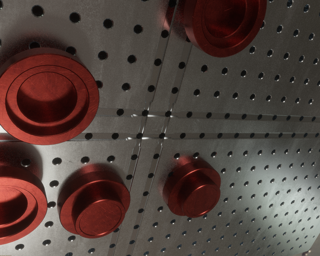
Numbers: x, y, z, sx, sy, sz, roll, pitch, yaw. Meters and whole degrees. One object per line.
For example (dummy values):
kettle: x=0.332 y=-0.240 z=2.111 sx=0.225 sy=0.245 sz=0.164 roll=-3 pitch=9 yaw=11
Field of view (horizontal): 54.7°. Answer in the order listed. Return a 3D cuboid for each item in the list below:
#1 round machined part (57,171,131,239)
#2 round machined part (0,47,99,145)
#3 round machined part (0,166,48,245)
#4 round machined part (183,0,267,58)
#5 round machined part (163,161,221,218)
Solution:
round machined part: x=-0.086 y=0.111 z=0.423 sx=0.099 sy=0.042 sz=0.097 roll=-14 pitch=125 yaw=-21
round machined part: x=-0.116 y=-0.035 z=0.316 sx=0.099 sy=0.042 sz=0.097 roll=-14 pitch=125 yaw=-21
round machined part: x=-0.183 y=0.083 z=0.352 sx=0.099 sy=0.042 sz=0.097 roll=-14 pitch=125 yaw=-21
round machined part: x=0.070 y=-0.135 z=0.357 sx=0.099 sy=0.042 sz=0.097 roll=-14 pitch=125 yaw=-21
round machined part: x=0.058 y=0.105 z=0.499 sx=0.099 sy=0.042 sz=0.097 roll=-14 pitch=125 yaw=-21
